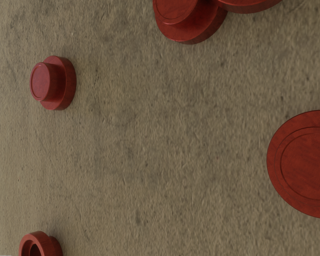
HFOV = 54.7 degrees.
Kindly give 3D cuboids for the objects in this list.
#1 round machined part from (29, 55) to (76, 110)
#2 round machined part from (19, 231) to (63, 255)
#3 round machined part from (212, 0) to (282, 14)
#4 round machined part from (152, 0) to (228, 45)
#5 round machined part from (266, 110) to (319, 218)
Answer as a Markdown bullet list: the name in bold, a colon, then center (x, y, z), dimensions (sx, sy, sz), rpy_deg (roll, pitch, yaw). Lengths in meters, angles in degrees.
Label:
- **round machined part**: center (-0.196, -0.081, 0.552), dimensions (0.098, 0.042, 0.097), rpy_deg (0, 90, 39)
- **round machined part**: center (-0.215, 0.238, 0.568), dimensions (0.098, 0.042, 0.097), rpy_deg (0, 90, 39)
- **round machined part**: center (0.091, -0.161, 0.306), dimensions (0.098, 0.042, 0.097), rpy_deg (-1, 87, 22)
- **round machined part**: center (0.030, -0.152, 0.368), dimensions (0.098, 0.042, 0.097), rpy_deg (0, 90, 39)
- **round machined part**: center (0.143, 0.032, 0.276), dimensions (0.098, 0.042, 0.097), rpy_deg (0, 90, 39)
